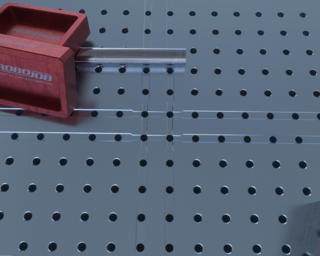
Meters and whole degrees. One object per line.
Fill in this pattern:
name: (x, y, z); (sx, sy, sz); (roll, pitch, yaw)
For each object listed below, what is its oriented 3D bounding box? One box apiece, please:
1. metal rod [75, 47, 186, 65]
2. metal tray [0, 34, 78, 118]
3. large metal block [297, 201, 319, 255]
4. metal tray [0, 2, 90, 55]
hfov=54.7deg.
metal rod: (-0.114, -0.104, 0.448); (0.302, 0.025, 0.025); (0, 70, 0)
metal tray: (-0.177, -0.068, 0.399); (0.131, 0.089, 0.030); (12, 40, 4)
large metal block: (0.210, 0.136, 0.350); (0.080, 0.050, 0.080); (20, 71, 7)
metal tray: (-0.177, -0.133, 0.435); (0.131, 0.030, 0.090); (12, 51, 9)
